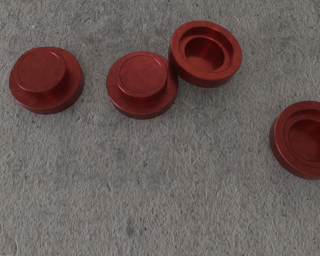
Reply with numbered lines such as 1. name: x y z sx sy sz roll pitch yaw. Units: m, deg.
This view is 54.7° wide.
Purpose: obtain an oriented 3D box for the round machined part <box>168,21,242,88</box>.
1. round machined part: 0.059 -0.097 0.428 0.099 0.042 0.098 4 65 -9

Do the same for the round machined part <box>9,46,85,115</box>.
1. round machined part: -0.157 -0.071 0.424 0.099 0.042 0.098 0 70 0

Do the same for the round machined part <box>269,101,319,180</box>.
1. round machined part: 0.188 0.018 0.394 0.099 0.042 0.098 0 70 0

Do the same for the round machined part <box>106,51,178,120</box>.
1. round machined part: -0.024 -0.064 0.422 0.099 0.042 0.098 0 70 0
